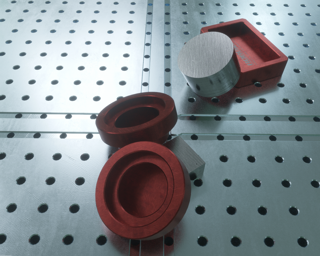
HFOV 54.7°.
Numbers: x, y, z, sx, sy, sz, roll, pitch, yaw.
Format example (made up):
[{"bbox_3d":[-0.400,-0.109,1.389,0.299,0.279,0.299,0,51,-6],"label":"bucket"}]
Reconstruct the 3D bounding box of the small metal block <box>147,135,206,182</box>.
[{"bbox_3d":[0.018,0.044,0.371,0.050,0.025,0.050,-28,56,-22],"label":"small metal block"}]

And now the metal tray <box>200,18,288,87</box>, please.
[{"bbox_3d":[0.134,-0.129,0.514,0.091,0.030,0.130,-17,52,-15],"label":"metal tray"}]

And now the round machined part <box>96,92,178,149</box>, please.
[{"bbox_3d":[-0.026,-0.004,0.385,0.098,0.042,0.098,-11,31,7],"label":"round machined part"}]

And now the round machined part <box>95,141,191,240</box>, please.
[{"bbox_3d":[-0.014,0.066,0.324,0.098,0.042,0.098,-9,65,20],"label":"round machined part"}]

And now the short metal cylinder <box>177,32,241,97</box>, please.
[{"bbox_3d":[0.072,-0.092,0.450,0.080,0.050,0.080,-12,59,20],"label":"short metal cylinder"}]
